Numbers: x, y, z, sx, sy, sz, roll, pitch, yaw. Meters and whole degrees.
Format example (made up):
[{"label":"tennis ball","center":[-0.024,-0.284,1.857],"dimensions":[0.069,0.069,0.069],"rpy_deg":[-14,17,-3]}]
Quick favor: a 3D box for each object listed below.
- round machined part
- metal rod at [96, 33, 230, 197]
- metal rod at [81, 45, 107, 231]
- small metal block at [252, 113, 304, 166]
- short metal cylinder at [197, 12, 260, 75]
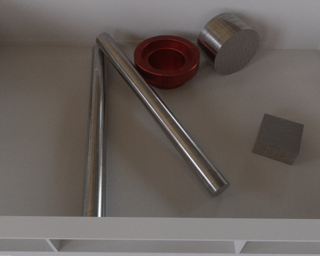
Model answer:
[{"label":"round machined part","center":[0.010,-0.097,0.475],"dimensions":[0.099,0.042,0.098],"rpy_deg":[0,50,0]},{"label":"metal rod","center":[-0.011,-0.035,0.419],"dimensions":[0.025,0.025,0.300],"rpy_deg":[-26,59,-20]},{"label":"metal rod","center":[-0.084,-0.013,0.414],"dimensions":[0.025,0.025,0.300],"rpy_deg":[-4,50,-4]},{"label":"small metal block","center":[0.151,0.014,0.396],"dimensions":[0.050,0.025,0.050],"rpy_deg":[19,52,14]},{"label":"short metal cylinder","center":[0.105,-0.130,0.480],"dimensions":[0.081,0.080,0.050],"rpy_deg":[-21,53,-17]}]
